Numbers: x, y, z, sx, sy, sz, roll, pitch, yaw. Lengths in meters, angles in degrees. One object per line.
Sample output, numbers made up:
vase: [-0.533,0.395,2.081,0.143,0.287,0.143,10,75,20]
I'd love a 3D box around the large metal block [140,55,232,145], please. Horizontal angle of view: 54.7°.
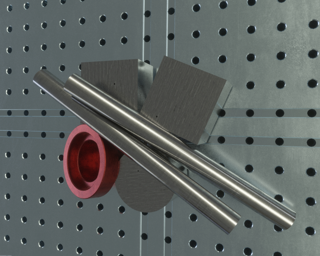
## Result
large metal block: [0.032,-0.033,0.383,0.080,0.050,0.080,26,98,18]

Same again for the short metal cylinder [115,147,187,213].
short metal cylinder: [-0.010,0.062,0.398,0.080,0.050,0.079,0,90,20]

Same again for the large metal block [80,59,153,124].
large metal block: [-0.056,-0.045,0.412,0.080,0.050,0.079,1,90,20]

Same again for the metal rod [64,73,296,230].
metal rod: [0.021,0.026,0.361,0.301,0.025,0.025,32,101,2]

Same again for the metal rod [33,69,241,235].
metal rod: [-0.038,0.018,0.367,0.300,0.025,0.025,36,102,15]

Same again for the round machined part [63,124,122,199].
round machined part: [-0.086,0.044,0.418,0.098,0.042,0.097,-4,84,43]
